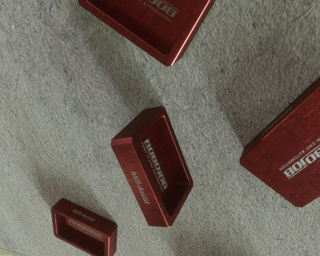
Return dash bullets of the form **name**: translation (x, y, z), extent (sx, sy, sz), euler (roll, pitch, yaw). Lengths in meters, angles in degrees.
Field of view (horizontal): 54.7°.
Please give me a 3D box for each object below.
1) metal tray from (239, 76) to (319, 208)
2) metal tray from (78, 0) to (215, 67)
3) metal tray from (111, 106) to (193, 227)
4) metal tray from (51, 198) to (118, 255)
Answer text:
- **metal tray**: translation (0.161, 0.020, 0.331), extent (0.090, 0.030, 0.129), euler (38, 129, 2)
- **metal tray**: translation (-0.017, -0.138, 0.326), extent (0.130, 0.030, 0.089), euler (36, 129, 4)
- **metal tray**: translation (-0.004, 0.049, 0.396), extent (0.030, 0.090, 0.129), euler (-8, 115, 32)
- **metal tray**: translation (-0.148, 0.200, 0.605), extent (0.130, 0.030, 0.089), euler (20, 126, 16)
